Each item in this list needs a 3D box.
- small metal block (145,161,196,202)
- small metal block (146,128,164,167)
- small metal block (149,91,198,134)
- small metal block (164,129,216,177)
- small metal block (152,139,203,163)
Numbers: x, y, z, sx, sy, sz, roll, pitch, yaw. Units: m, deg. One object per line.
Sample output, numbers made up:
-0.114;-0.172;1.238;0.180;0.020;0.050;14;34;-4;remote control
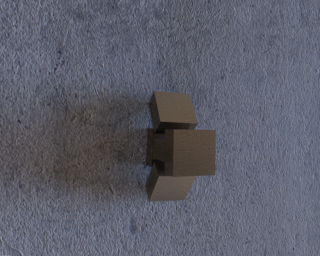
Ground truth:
0.013;0.069;0.403;0.050;0.025;0.050;2;130;-20;small metal block
0.010;0.026;0.416;0.050;0.025;0.050;3;89;-21;small metal block
0.016;-0.020;0.405;0.050;0.025;0.050;3;53;-20;small metal block
0.033;0.027;0.344;0.050;0.025;0.050;1;90;-21;small metal block
0.023;0.027;0.379;0.050;0.050;0.025;3;89;-20;small metal block
